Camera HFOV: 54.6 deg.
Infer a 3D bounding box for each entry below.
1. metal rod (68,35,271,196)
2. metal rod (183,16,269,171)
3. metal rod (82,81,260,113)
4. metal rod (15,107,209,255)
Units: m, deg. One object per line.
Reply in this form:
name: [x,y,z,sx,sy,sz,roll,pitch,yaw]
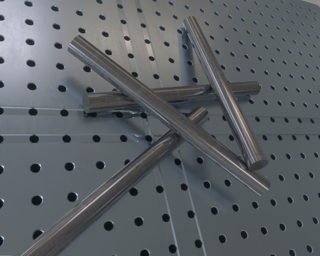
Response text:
metal rod: [0.014,-0.013,0.389,0.300,0.025,0.025,37,51,-3]
metal rod: [0.086,-0.071,0.464,0.025,0.025,0.300,4,49,-26]
metal rod: [0.037,-0.050,0.457,0.302,0.025,0.025,-9,66,-32]
metal rod: [-0.032,0.053,0.358,0.025,0.025,0.302,48,51,5]
